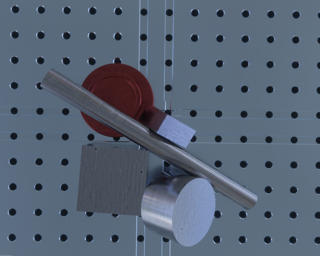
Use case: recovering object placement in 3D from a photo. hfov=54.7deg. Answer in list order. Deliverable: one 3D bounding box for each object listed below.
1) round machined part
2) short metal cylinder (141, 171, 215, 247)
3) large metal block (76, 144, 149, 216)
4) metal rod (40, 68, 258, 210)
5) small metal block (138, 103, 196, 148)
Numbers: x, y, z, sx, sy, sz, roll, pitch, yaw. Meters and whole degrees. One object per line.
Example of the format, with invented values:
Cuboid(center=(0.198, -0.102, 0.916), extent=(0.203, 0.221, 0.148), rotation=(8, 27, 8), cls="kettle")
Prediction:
Cuboid(center=(-0.057, -0.036, 0.404), extent=(0.099, 0.042, 0.097), rotation=(0, 90, -1), cls="round machined part")
Cuboid(center=(0.024, 0.097, 0.380), extent=(0.081, 0.050, 0.079), rotation=(-5, 97, -45), cls="short metal cylinder")
Cuboid(center=(-0.057, 0.063, 0.398), extent=(0.081, 0.050, 0.079), rotation=(5, 90, -1), cls="large metal block")
Cuboid(center=(-0.003, 0.021, 0.381), extent=(0.301, 0.025, 0.025), rotation=(32, 90, -13), cls="metal rod")
Cuboid(center=(0.009, -0.003, 0.391), extent=(0.050, 0.050, 0.025), rotation=(28, 94, -35), cls="small metal block")
